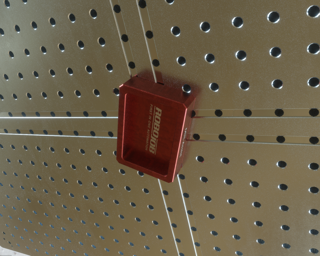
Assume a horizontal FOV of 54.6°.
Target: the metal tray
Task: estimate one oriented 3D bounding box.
[{"bbox_3d":[-0.010,0.005,0.417,0.090,0.030,0.129,19,126,16],"label":"metal tray"}]
